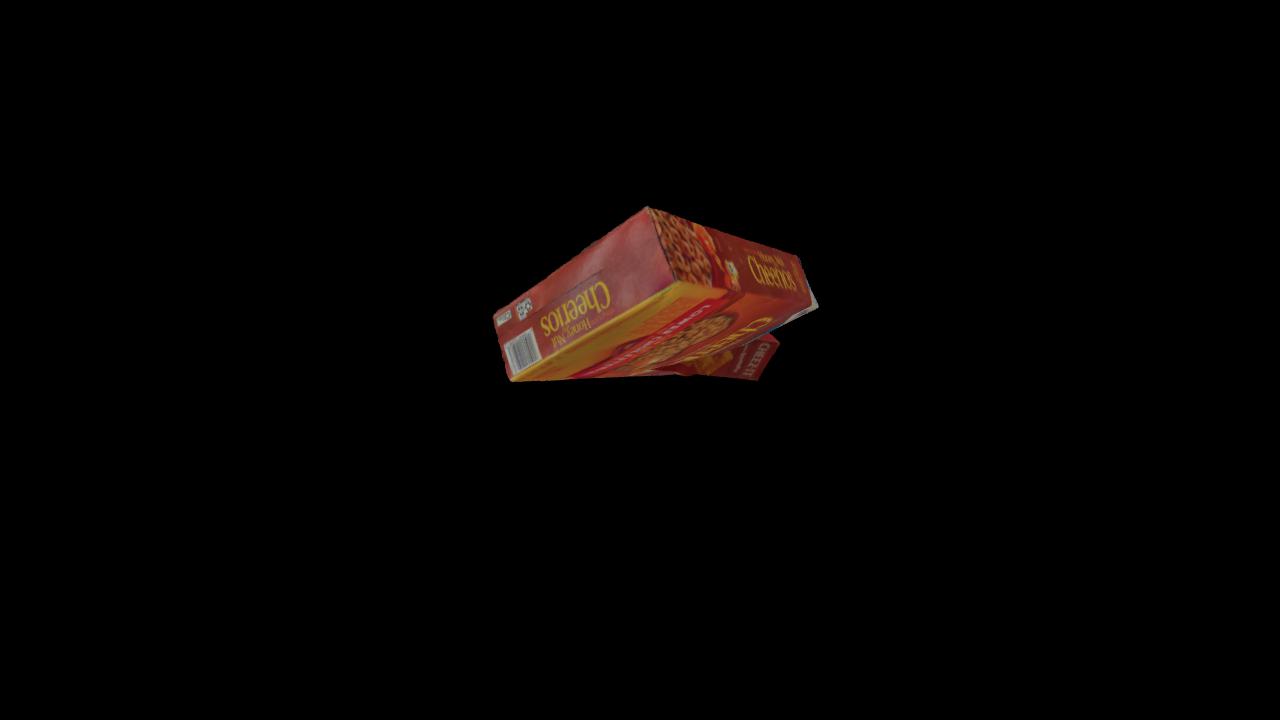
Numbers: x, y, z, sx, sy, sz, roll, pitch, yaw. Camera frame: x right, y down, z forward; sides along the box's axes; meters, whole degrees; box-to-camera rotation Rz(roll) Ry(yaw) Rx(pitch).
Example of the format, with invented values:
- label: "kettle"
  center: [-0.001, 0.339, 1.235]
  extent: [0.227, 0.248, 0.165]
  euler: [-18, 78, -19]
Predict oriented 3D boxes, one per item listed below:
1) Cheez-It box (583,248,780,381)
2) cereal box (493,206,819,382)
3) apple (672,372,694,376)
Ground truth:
- label: "Cheez-It box"
  center: [0.041, -0.054, 0.770]
  extent: [0.223, 0.071, 0.166]
  euler: [7, 32, -35]
- label: "cereal box"
  center: [0.033, -0.049, 0.636]
  extent: [0.203, 0.081, 0.306]
  euler: [-28, -16, 33]
- label: "apple"
  center: [0.057, -0.021, 0.747]
  extent: [0.079, 0.079, 0.093]
  euler: [0, -26, 26]
